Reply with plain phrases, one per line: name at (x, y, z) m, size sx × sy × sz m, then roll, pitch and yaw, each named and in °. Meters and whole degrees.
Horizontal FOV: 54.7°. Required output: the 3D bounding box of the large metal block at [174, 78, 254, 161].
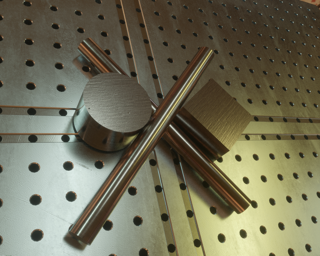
large metal block at (0.069, -0.010, 0.430) m, size 0.080 × 0.050 × 0.080 m, roll 44°, pitch 51°, yaw 2°

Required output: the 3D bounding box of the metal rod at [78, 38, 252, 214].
metal rod at (0.004, -0.005, 0.408) m, size 0.300 × 0.025 × 0.025 m, roll 46°, pitch 51°, yaw 3°

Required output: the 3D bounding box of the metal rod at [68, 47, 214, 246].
metal rod at (-0.005, -0.001, 0.374) m, size 0.025 × 0.025 × 0.301 m, roll 37°, pitch 59°, yaw -4°

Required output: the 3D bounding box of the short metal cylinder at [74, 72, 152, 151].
short metal cylinder at (-0.057, -0.019, 0.368) m, size 0.081 × 0.050 × 0.080 m, roll 14°, pitch 56°, yaw -21°
